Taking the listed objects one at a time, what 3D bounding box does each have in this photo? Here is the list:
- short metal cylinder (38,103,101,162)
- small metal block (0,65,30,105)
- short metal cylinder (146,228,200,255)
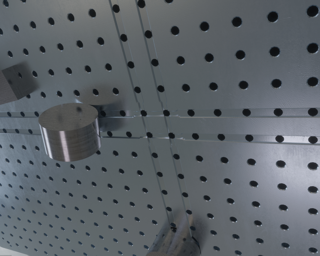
[{"bbox_3d":[-0.127,0.004,0.445,0.080,0.080,0.050,14,124,20],"label":"short metal cylinder"},{"bbox_3d":[-0.247,-0.068,0.499,0.050,0.025,0.050,-8,115,31],"label":"small metal block"},{"bbox_3d":[0.021,0.216,0.518,0.080,0.050,0.079,13,124,21],"label":"short metal cylinder"}]
